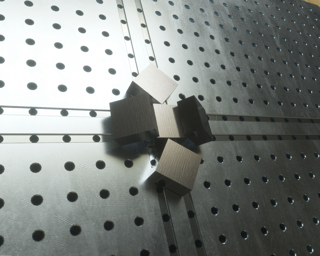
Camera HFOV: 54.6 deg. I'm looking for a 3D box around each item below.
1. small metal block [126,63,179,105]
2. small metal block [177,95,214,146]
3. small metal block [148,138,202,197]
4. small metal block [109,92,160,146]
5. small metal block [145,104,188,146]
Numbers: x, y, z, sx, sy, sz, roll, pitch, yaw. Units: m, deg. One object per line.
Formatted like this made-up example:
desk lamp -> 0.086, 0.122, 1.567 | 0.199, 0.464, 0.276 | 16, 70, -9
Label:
small metal block -> -0.010, -0.056, 0.437 | 0.050, 0.025, 0.050 | 39, 50, -1
small metal block -> 0.048, -0.009, 0.422 | 0.050, 0.025, 0.050 | 39, 34, -58
small metal block -> 0.019, 0.049, 0.387 | 0.050, 0.025, 0.050 | 29, 53, -8
small metal block -> -0.032, -0.010, 0.381 | 0.050, 0.025, 0.050 | -14, 65, 5
small metal block -> 0.004, -0.004, 0.412 | 0.050, 0.025, 0.050 | 1, 60, -28
